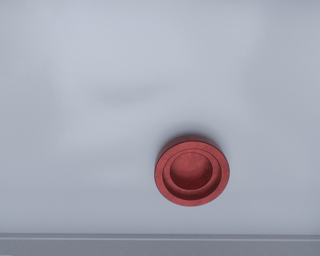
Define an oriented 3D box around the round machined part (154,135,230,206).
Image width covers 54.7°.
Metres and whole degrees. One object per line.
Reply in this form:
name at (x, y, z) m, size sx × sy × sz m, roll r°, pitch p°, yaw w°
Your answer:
round machined part at (0.042, 0.054, 0.423) m, size 0.099 × 0.042 × 0.097 m, roll 0°, pitch 110°, yaw -1°
